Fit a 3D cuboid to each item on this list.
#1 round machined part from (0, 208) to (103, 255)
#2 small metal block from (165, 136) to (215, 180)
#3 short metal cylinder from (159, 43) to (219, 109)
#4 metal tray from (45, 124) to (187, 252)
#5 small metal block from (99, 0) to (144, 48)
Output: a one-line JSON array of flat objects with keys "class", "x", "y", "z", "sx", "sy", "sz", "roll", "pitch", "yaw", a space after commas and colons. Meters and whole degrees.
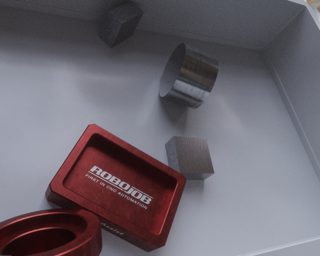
[{"class": "round machined part", "x": -0.097, "y": 0.105, "z": 0.254, "sx": 0.099, "sy": 0.098, "sz": 0.042, "roll": -8, "pitch": 98, "yaw": -32}, {"class": "small metal block", "x": 0.038, "y": 0.040, "z": 0.404, "sx": 0.050, "sy": 0.025, "sz": 0.050, "roll": 5, "pitch": 59, "yaw": -26}, {"class": "short metal cylinder", "x": 0.039, "y": -0.073, "z": 0.438, "sx": 0.050, "sy": 0.080, "sz": 0.080, "roll": 20, "pitch": 54, "yaw": -17}, {"class": "metal tray", "x": -0.043, "y": 0.064, "z": 0.340, "sx": 0.130, "sy": 0.030, "sz": 0.090, "roll": 31, "pitch": 52, "yaw": -9}, {"class": "small metal block", "x": -0.057, "y": -0.151, "z": 0.453, "sx": 0.025, "sy": 0.050, "sz": 0.050, "roll": 44, "pitch": 51, "yaw": 1}]
